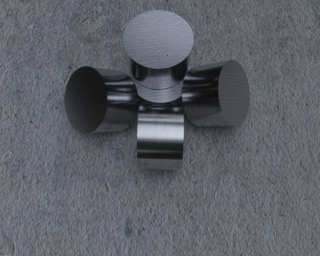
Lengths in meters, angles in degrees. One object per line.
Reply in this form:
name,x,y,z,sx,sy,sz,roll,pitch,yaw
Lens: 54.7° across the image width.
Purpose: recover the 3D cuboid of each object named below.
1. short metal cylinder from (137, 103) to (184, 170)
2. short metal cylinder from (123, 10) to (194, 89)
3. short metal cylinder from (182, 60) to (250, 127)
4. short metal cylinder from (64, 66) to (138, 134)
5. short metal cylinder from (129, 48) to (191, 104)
short metal cylinder,0.001,0.010,0.375,0.050,0.080,0.080,2,70,0
short metal cylinder,-0.002,-0.094,0.377,0.081,0.050,0.080,0,70,0
short metal cylinder,0.072,-0.042,0.390,0.050,0.080,0.080,-2,64,41
short metal cylinder,-0.074,-0.034,0.386,0.080,0.050,0.079,2,93,38
short metal cylinder,0.000,-0.060,0.418,0.081,0.050,0.080,0,70,0
